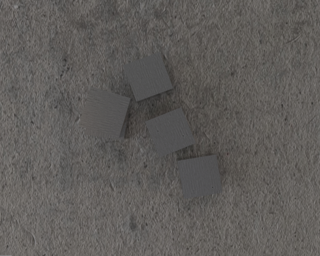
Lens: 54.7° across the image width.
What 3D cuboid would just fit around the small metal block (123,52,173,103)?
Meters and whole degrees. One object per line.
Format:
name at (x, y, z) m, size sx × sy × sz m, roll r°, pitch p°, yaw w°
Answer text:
small metal block at (-0.015, -0.066, 0.410) m, size 0.050 × 0.025 × 0.050 m, roll -20°, pitch 90°, yaw 0°

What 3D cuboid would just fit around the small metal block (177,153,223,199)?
small metal block at (0.052, 0.063, 0.410) m, size 0.050 × 0.025 × 0.050 m, roll -9°, pitch 90°, yaw 0°

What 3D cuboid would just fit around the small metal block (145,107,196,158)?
small metal block at (0.013, 0.006, 0.410) m, size 0.050 × 0.025 × 0.050 m, roll -22°, pitch 90°, yaw 0°

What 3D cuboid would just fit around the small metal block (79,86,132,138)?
small metal block at (-0.066, -0.019, 0.384) m, size 0.050 × 0.025 × 0.050 m, roll 16°, pitch 90°, yaw 0°

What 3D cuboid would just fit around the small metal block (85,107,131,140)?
small metal block at (-0.068, -0.013, 0.409) m, size 0.050 × 0.025 × 0.050 m, roll 8°, pitch 90°, yaw 0°
